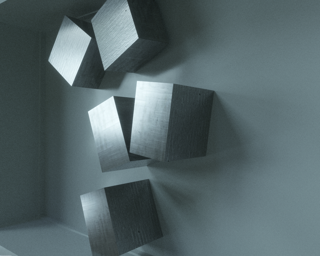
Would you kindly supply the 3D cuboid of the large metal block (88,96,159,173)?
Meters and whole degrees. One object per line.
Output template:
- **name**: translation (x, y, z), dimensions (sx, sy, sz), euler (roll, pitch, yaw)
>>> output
- **large metal block**: translation (-0.037, 0.008, 0.399), dimensions (0.050, 0.081, 0.080), euler (-25, 74, 37)

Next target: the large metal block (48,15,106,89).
- **large metal block**: translation (-0.123, -0.119, 0.490), dimensions (0.080, 0.050, 0.080), euler (44, 116, 31)

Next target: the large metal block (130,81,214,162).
- **large metal block**: translation (0.015, -0.009, 0.357), dimensions (0.050, 0.081, 0.079), euler (11, 97, 39)

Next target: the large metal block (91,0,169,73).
- **large metal block**: translation (-0.043, -0.130, 0.416), dimensions (0.080, 0.050, 0.080), euler (-30, 72, 44)

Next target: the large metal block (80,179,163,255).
- **large metal block**: translation (-0.050, 0.117, 0.410), dimensions (0.050, 0.081, 0.080), euler (-24, 75, 37)
